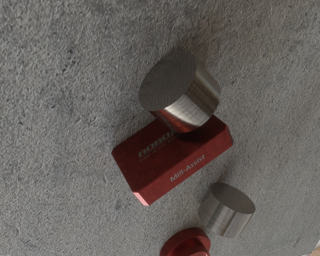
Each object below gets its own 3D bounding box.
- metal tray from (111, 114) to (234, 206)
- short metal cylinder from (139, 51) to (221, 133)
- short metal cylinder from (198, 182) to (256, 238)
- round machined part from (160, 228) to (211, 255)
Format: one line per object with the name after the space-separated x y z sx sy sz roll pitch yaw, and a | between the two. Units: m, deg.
0.012 0.024 0.386 0.130 0.090 0.030 -35 129 -6 | metal tray
0.022 -0.041 0.358 0.080 0.080 0.050 -48 129 5 | short metal cylinder
0.110 0.135 0.515 0.081 0.080 0.050 10 113 -33 | short metal cylinder
0.052 0.235 0.570 0.099 0.042 0.097 -14 124 -21 | round machined part
